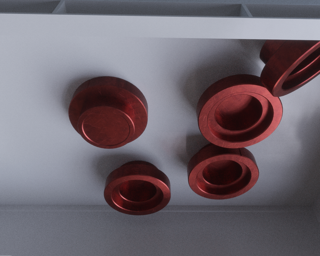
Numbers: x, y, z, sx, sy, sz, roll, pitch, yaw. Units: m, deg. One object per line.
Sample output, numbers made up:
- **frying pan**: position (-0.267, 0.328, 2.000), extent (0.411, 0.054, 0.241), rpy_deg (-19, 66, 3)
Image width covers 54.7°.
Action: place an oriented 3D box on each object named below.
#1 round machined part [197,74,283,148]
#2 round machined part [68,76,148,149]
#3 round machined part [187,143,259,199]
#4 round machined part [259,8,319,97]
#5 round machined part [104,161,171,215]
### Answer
- **round machined part**: position (0.094, -0.024, 0.379), extent (0.099, 0.042, 0.097), rpy_deg (0, 130, 0)
- **round machined part**: position (-0.065, -0.012, 0.387), extent (0.099, 0.042, 0.097), rpy_deg (-1, 130, 0)
- **round machined part**: position (0.088, 0.057, 0.448), extent (0.099, 0.042, 0.097), rpy_deg (-1, 130, 0)
- **round machined part**: position (0.142, -0.079, 0.312), extent (0.099, 0.042, 0.098), rpy_deg (-28, 158, -12)
- **round machined part**: position (-0.034, 0.087, 0.472), extent (0.099, 0.042, 0.097), rpy_deg (-1, 130, 0)
